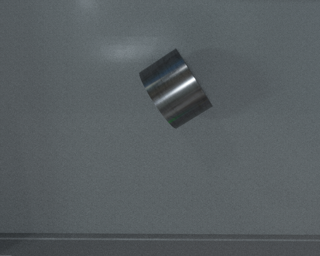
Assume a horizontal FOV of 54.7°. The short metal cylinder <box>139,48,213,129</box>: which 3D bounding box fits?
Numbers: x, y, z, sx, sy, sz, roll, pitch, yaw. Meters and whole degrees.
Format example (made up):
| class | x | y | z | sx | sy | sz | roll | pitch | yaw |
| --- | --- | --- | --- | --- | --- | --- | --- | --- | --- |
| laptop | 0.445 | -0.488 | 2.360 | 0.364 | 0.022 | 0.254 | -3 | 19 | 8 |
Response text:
| class | x | y | z | sx | sy | sz | roll | pitch | yaw |
| --- | --- | --- | --- | --- | --- | --- | --- | --- | --- |
| short metal cylinder | 0.019 | -0.046 | 0.365 | 0.050 | 0.080 | 0.080 | -32 | 107 | 11 |
